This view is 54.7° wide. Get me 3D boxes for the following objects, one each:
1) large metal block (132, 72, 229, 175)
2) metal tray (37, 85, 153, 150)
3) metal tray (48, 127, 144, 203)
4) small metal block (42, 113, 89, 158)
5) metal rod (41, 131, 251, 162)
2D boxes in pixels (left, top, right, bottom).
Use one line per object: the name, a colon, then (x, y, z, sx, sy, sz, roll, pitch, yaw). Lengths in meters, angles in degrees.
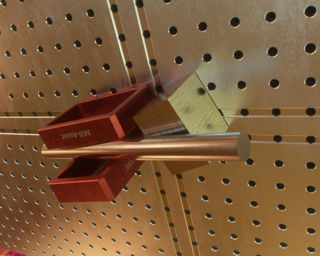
large metal block: (0.027, -0.006, 0.355, 0.050, 0.080, 0.080, -25, 105, 36)
metal tray: (-0.081, -0.014, 0.401, 0.130, 0.090, 0.030, -9, 115, 31)
metal tray: (-0.068, 0.042, 0.403, 0.090, 0.131, 0.030, -10, 114, 32)
small metal block: (-0.143, 0.011, 0.475, 0.025, 0.050, 0.050, -8, 114, 31)
metal rod: (-0.045, 0.024, 0.351, 0.300, 0.025, 0.025, -4, 117, 40)
